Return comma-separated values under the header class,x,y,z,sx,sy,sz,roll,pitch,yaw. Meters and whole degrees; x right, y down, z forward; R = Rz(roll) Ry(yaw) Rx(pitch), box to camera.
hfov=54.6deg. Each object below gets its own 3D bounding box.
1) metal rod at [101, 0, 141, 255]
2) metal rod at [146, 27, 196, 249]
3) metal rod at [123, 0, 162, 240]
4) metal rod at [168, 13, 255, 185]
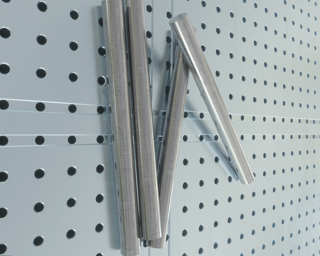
class,x,y,z,sx,sy,sz,roll,pitch,yaw
metal rod,-0.046,0.003,0.369,0.025,0.025,0.298,-7,94,-40
metal rod,0.016,0.006,0.421,0.025,0.025,0.299,14,81,-39
metal rod,-0.022,-0.015,0.380,0.025,0.025,0.298,-5,90,-40
metal rod,0.086,-0.024,0.458,0.025,0.025,0.299,-49,125,-29
